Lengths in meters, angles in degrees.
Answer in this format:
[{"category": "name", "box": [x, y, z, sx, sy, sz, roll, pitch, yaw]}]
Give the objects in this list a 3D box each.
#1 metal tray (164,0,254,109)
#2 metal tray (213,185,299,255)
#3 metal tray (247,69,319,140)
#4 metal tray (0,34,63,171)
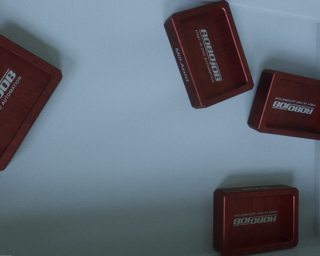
[{"category": "metal tray", "box": [0.070, -0.101, 0.433, 0.091, 0.030, 0.129, -22, 98, -19]}, {"category": "metal tray", "box": [0.144, 0.134, 0.460, 0.131, 0.030, 0.089, 1, 90, -20]}, {"category": "metal tray", "box": [0.206, -0.033, 0.470, 0.131, 0.030, 0.089, 7, 104, -20]}, {"category": "metal tray", "box": [-0.180, -0.029, 0.341, 0.090, 0.030, 0.130, 31, 80, -17]}]
